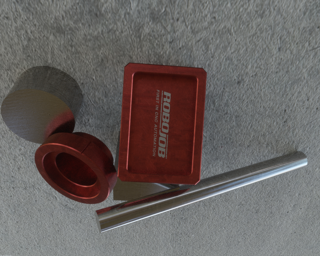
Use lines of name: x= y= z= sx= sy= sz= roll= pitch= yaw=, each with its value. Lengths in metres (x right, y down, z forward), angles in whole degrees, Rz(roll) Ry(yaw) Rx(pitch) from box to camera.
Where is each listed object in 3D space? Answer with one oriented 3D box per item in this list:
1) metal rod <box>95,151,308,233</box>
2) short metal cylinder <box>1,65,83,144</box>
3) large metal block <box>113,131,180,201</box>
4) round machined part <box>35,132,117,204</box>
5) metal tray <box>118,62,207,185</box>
metal rod: x=0.069 y=0.074 z=0.396 sx=0.303 sy=0.025 sz=0.025 roll=-12 pitch=134 yaw=-23
short metal cylinder: x=-0.137 y=-0.027 z=0.368 sx=0.081 sy=0.050 sz=0.079 roll=0 pitch=130 yaw=0
large metal block: x=-0.018 y=0.051 z=0.415 sx=0.081 sy=0.080 sz=0.050 roll=4 pitch=130 yaw=-4
round machined part: x=-0.096 y=0.043 z=0.375 sx=0.098 sy=0.042 sz=0.097 roll=12 pitch=131 yaw=15
metal tray: x=0.002 y=-0.004 z=0.352 sx=0.091 sy=0.030 sz=0.129 roll=4 pitch=90 yaw=-4
